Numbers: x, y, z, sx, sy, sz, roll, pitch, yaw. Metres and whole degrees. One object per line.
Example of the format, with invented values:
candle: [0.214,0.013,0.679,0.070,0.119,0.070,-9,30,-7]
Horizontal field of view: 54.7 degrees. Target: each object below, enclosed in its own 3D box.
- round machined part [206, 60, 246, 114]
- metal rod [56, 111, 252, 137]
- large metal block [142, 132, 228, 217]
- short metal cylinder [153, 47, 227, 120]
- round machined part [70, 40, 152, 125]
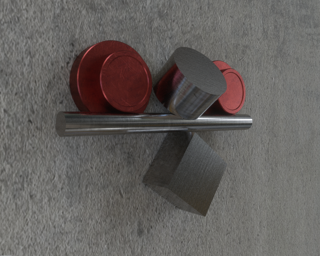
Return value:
round machined part: [0.094,-0.054,0.473,0.099,0.042,0.097,0,90,-40]
metal rod: [0.020,-0.007,0.395,0.302,0.025,0.025,-1,91,-40]
large metal block: [0.036,0.060,0.417,0.080,0.050,0.080,43,64,-32]
short metal cylinder: [0.038,-0.057,0.397,0.080,0.050,0.080,22,43,-22]
round machined part: [-0.048,-0.051,0.354,0.099,0.042,0.097,0,90,-40]
